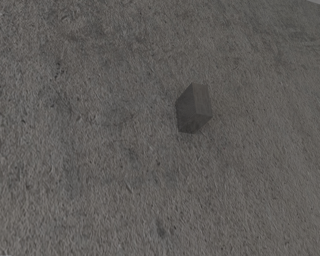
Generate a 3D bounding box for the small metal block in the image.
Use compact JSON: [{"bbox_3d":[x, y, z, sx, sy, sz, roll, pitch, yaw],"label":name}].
[{"bbox_3d":[0.045,-0.026,0.428,0.025,0.050,0.050,10,58,-23],"label":"small metal block"}]
